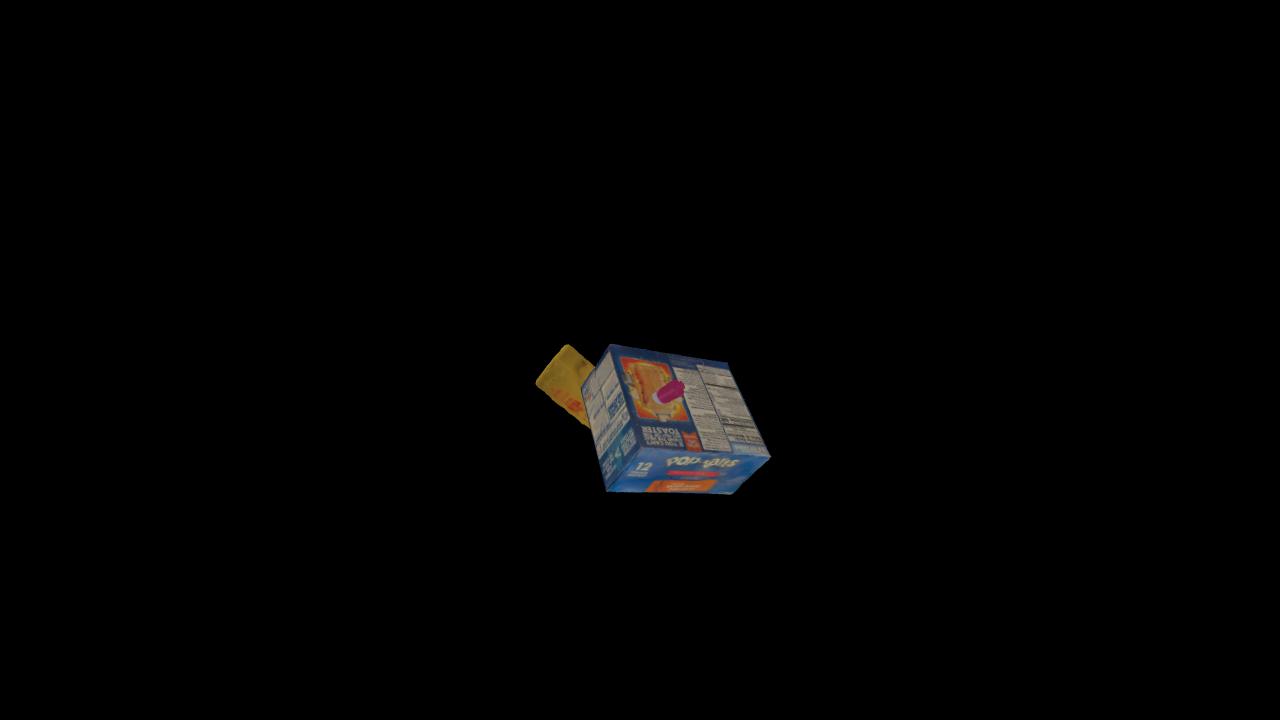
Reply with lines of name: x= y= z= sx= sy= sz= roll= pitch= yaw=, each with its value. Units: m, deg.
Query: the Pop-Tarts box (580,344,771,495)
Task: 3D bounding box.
Pop-Tarts box: x=0.036 y=0.069 z=0.686 sx=0.167 sy=0.141 sz=0.083 roll=8 pitch=-46 yaw=-30

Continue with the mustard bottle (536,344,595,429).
mustard bottle: x=-0.039 y=0.063 z=0.754 sx=0.054 sy=0.184 sz=0.092 roll=-53 pitch=5 yaw=-39

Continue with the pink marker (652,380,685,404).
pink marker: x=-0.001 y=0.054 z=0.654 sx=0.121 sy=0.020 sz=0.020 roll=-34 pitch=-18 yaw=30
